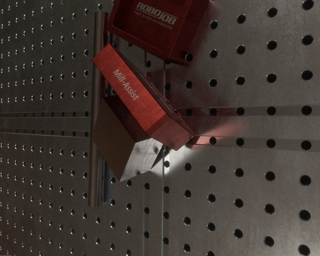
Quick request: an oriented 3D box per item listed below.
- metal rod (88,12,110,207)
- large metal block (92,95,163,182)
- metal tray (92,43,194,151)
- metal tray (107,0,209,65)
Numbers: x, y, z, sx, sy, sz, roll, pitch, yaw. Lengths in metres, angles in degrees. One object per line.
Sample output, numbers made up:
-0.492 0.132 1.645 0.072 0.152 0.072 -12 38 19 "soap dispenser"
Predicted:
-0.095 -0.027 0.484 0.025 0.025 0.298 4 93 39 "metal rod"
-0.043 0.011 0.412 0.080 0.050 0.079 52 138 27 "large metal block"
-0.020 -0.036 0.378 0.030 0.090 0.130 -42 63 8 "metal tray"
-0.009 -0.151 0.411 0.130 0.030 0.089 36 112 34 "metal tray"
